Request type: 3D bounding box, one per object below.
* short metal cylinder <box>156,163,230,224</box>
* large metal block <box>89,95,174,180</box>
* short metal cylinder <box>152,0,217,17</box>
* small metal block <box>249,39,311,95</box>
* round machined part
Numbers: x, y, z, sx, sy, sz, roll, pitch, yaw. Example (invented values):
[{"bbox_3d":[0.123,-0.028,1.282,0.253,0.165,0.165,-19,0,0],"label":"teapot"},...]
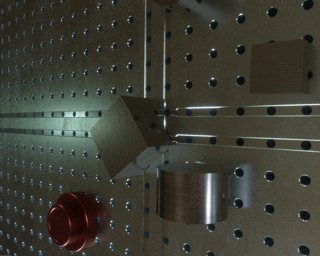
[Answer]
[{"bbox_3d":[0.036,0.069,0.342,0.080,0.081,0.050,2,91,39],"label":"short metal cylinder"},{"bbox_3d":[-0.041,0.013,0.425,0.080,0.050,0.080,-43,65,31],"label":"large metal block"},{"bbox_3d":[0.029,-0.179,0.368,0.080,0.050,0.079,0,90,39],"label":"short metal cylinder"},{"bbox_3d":[0.120,-0.059,0.310,0.050,0.025,0.050,4,93,39],"label":"small metal block"},{"bbox_3d":[-0.153,0.159,0.522,0.098,0.042,0.097,0,90,39],"label":"round machined part"}]
